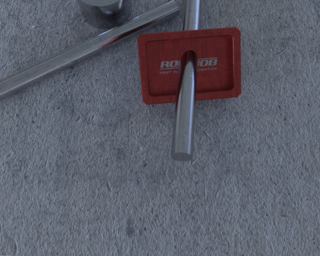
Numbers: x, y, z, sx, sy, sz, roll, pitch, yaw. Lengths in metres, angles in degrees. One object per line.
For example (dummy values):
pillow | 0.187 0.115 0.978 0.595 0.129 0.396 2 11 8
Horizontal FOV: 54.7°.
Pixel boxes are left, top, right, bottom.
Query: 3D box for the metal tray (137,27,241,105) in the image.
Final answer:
metal tray | 0.039 -0.082 0.411 0.131 0.030 0.089 -5 105 -2

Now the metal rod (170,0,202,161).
metal rod | 0.040 -0.098 0.420 0.025 0.025 0.300 6 61 2

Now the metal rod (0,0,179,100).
metal rod | -0.107 -0.113 0.448 0.302 0.025 0.025 -29 73 -10

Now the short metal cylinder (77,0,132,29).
short metal cylinder | -0.084 -0.198 0.467 0.081 0.050 0.080 0 70 0
